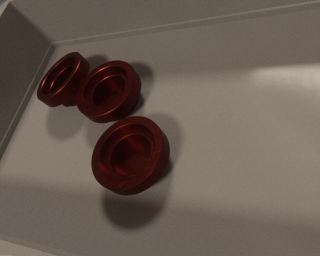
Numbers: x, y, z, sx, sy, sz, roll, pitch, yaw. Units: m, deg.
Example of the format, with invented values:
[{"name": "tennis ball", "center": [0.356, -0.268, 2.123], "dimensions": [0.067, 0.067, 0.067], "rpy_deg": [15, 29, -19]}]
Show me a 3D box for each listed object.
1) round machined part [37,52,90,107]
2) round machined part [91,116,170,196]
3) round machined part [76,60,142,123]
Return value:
[{"name": "round machined part", "center": [-0.151, -0.074, 0.509], "dimensions": [0.098, 0.042, 0.098], "rpy_deg": [-23, 45, 26]}, {"name": "round machined part", "center": [-0.033, 0.037, 0.388], "dimensions": [0.098, 0.042, 0.098], "rpy_deg": [-13, 56, 20]}, {"name": "round machined part", "center": [-0.071, -0.049, 0.460], "dimensions": [0.098, 0.042, 0.098], "rpy_deg": [-13, 56, 20]}]
